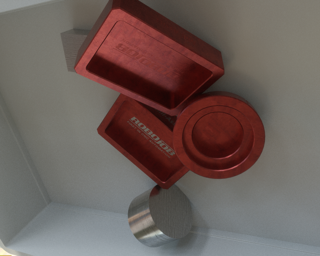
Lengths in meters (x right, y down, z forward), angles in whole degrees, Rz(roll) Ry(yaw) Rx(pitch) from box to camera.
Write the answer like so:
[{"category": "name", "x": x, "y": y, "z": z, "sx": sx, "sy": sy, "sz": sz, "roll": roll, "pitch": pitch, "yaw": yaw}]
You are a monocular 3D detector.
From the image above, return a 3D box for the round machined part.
[{"category": "round machined part", "x": 0.065, "y": 0.005, "z": 0.353, "sx": 0.099, "sy": 0.042, "sz": 0.097, "roll": 2, "pitch": 110, "yaw": 7}]

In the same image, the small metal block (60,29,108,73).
[{"category": "small metal block", "x": -0.094, "y": -0.098, "z": 0.396, "sx": 0.050, "sy": 0.025, "sz": 0.050, "roll": 11, "pitch": 123, "yaw": 22}]

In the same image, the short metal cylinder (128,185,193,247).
[{"category": "short metal cylinder", "x": 0.001, "y": 0.126, "z": 0.449, "sx": 0.080, "sy": 0.080, "sz": 0.050, "roll": 48, "pitch": 129, "yaw": -6}]

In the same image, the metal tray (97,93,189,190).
[{"category": "metal tray", "x": -0.013, "y": 0.014, "z": 0.419, "sx": 0.130, "sy": 0.030, "sz": 0.090, "roll": 41, "pitch": 129, "yaw": 0}]

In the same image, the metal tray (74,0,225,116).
[{"category": "metal tray", "x": -0.010, "y": -0.069, "z": 0.324, "sx": 0.131, "sy": 0.030, "sz": 0.090, "roll": 23, "pitch": 136, "yaw": -27}]
